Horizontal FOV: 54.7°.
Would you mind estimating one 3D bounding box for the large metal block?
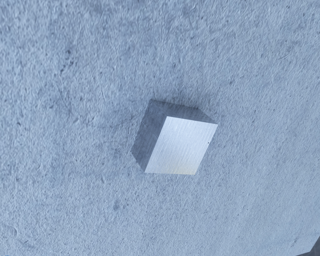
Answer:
[{"bbox_3d":[0.018,0.014,0.412,0.081,0.050,0.079,8,114,-32],"label":"large metal block"}]
